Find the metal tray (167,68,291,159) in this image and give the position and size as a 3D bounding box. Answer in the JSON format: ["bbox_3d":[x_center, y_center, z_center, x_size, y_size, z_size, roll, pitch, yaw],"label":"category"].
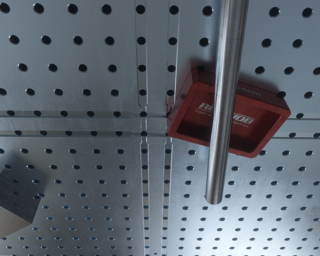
[{"bbox_3d":[0.084,-0.014,0.396,0.131,0.030,0.089,15,129,-13],"label":"metal tray"}]

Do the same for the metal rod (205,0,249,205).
[{"bbox_3d":[0.073,-0.010,0.363,0.025,0.025,0.298,-2,130,2],"label":"metal rod"}]

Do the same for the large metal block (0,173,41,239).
[{"bbox_3d":[-0.258,0.128,0.502,0.080,0.050,0.080,-29,125,22],"label":"large metal block"}]
